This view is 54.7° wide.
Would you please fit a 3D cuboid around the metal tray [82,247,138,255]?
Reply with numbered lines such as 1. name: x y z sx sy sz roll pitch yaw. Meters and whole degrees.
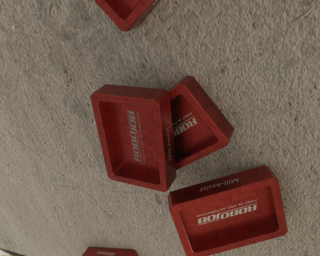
1. metal tray: -0.090 0.288 0.628 0.130 0.030 0.090 -11 113 33

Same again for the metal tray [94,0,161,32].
1. metal tray: -0.023 -0.174 0.308 0.090 0.030 0.129 47 129 -6

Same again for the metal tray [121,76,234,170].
1. metal tray: 0.015 0.004 0.398 0.130 0.030 0.090 -33 100 38

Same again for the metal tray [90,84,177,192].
1. metal tray: -0.030 0.014 0.388 0.090 0.030 0.129 8 122 24

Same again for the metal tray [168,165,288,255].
1. metal tray: 0.084 0.107 0.387 0.131 0.030 0.090 -17 113 4
